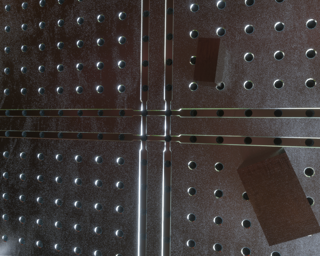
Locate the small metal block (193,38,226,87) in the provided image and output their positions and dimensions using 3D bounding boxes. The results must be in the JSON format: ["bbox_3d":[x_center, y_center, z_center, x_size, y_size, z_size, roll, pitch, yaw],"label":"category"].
[{"bbox_3d":[0.062,-0.078,0.377,0.025,0.050,0.050,8,93,19],"label":"small metal block"}]

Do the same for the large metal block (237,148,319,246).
[{"bbox_3d":[0.128,0.069,0.338,0.050,0.080,0.080,-24,82,18],"label":"large metal block"}]
